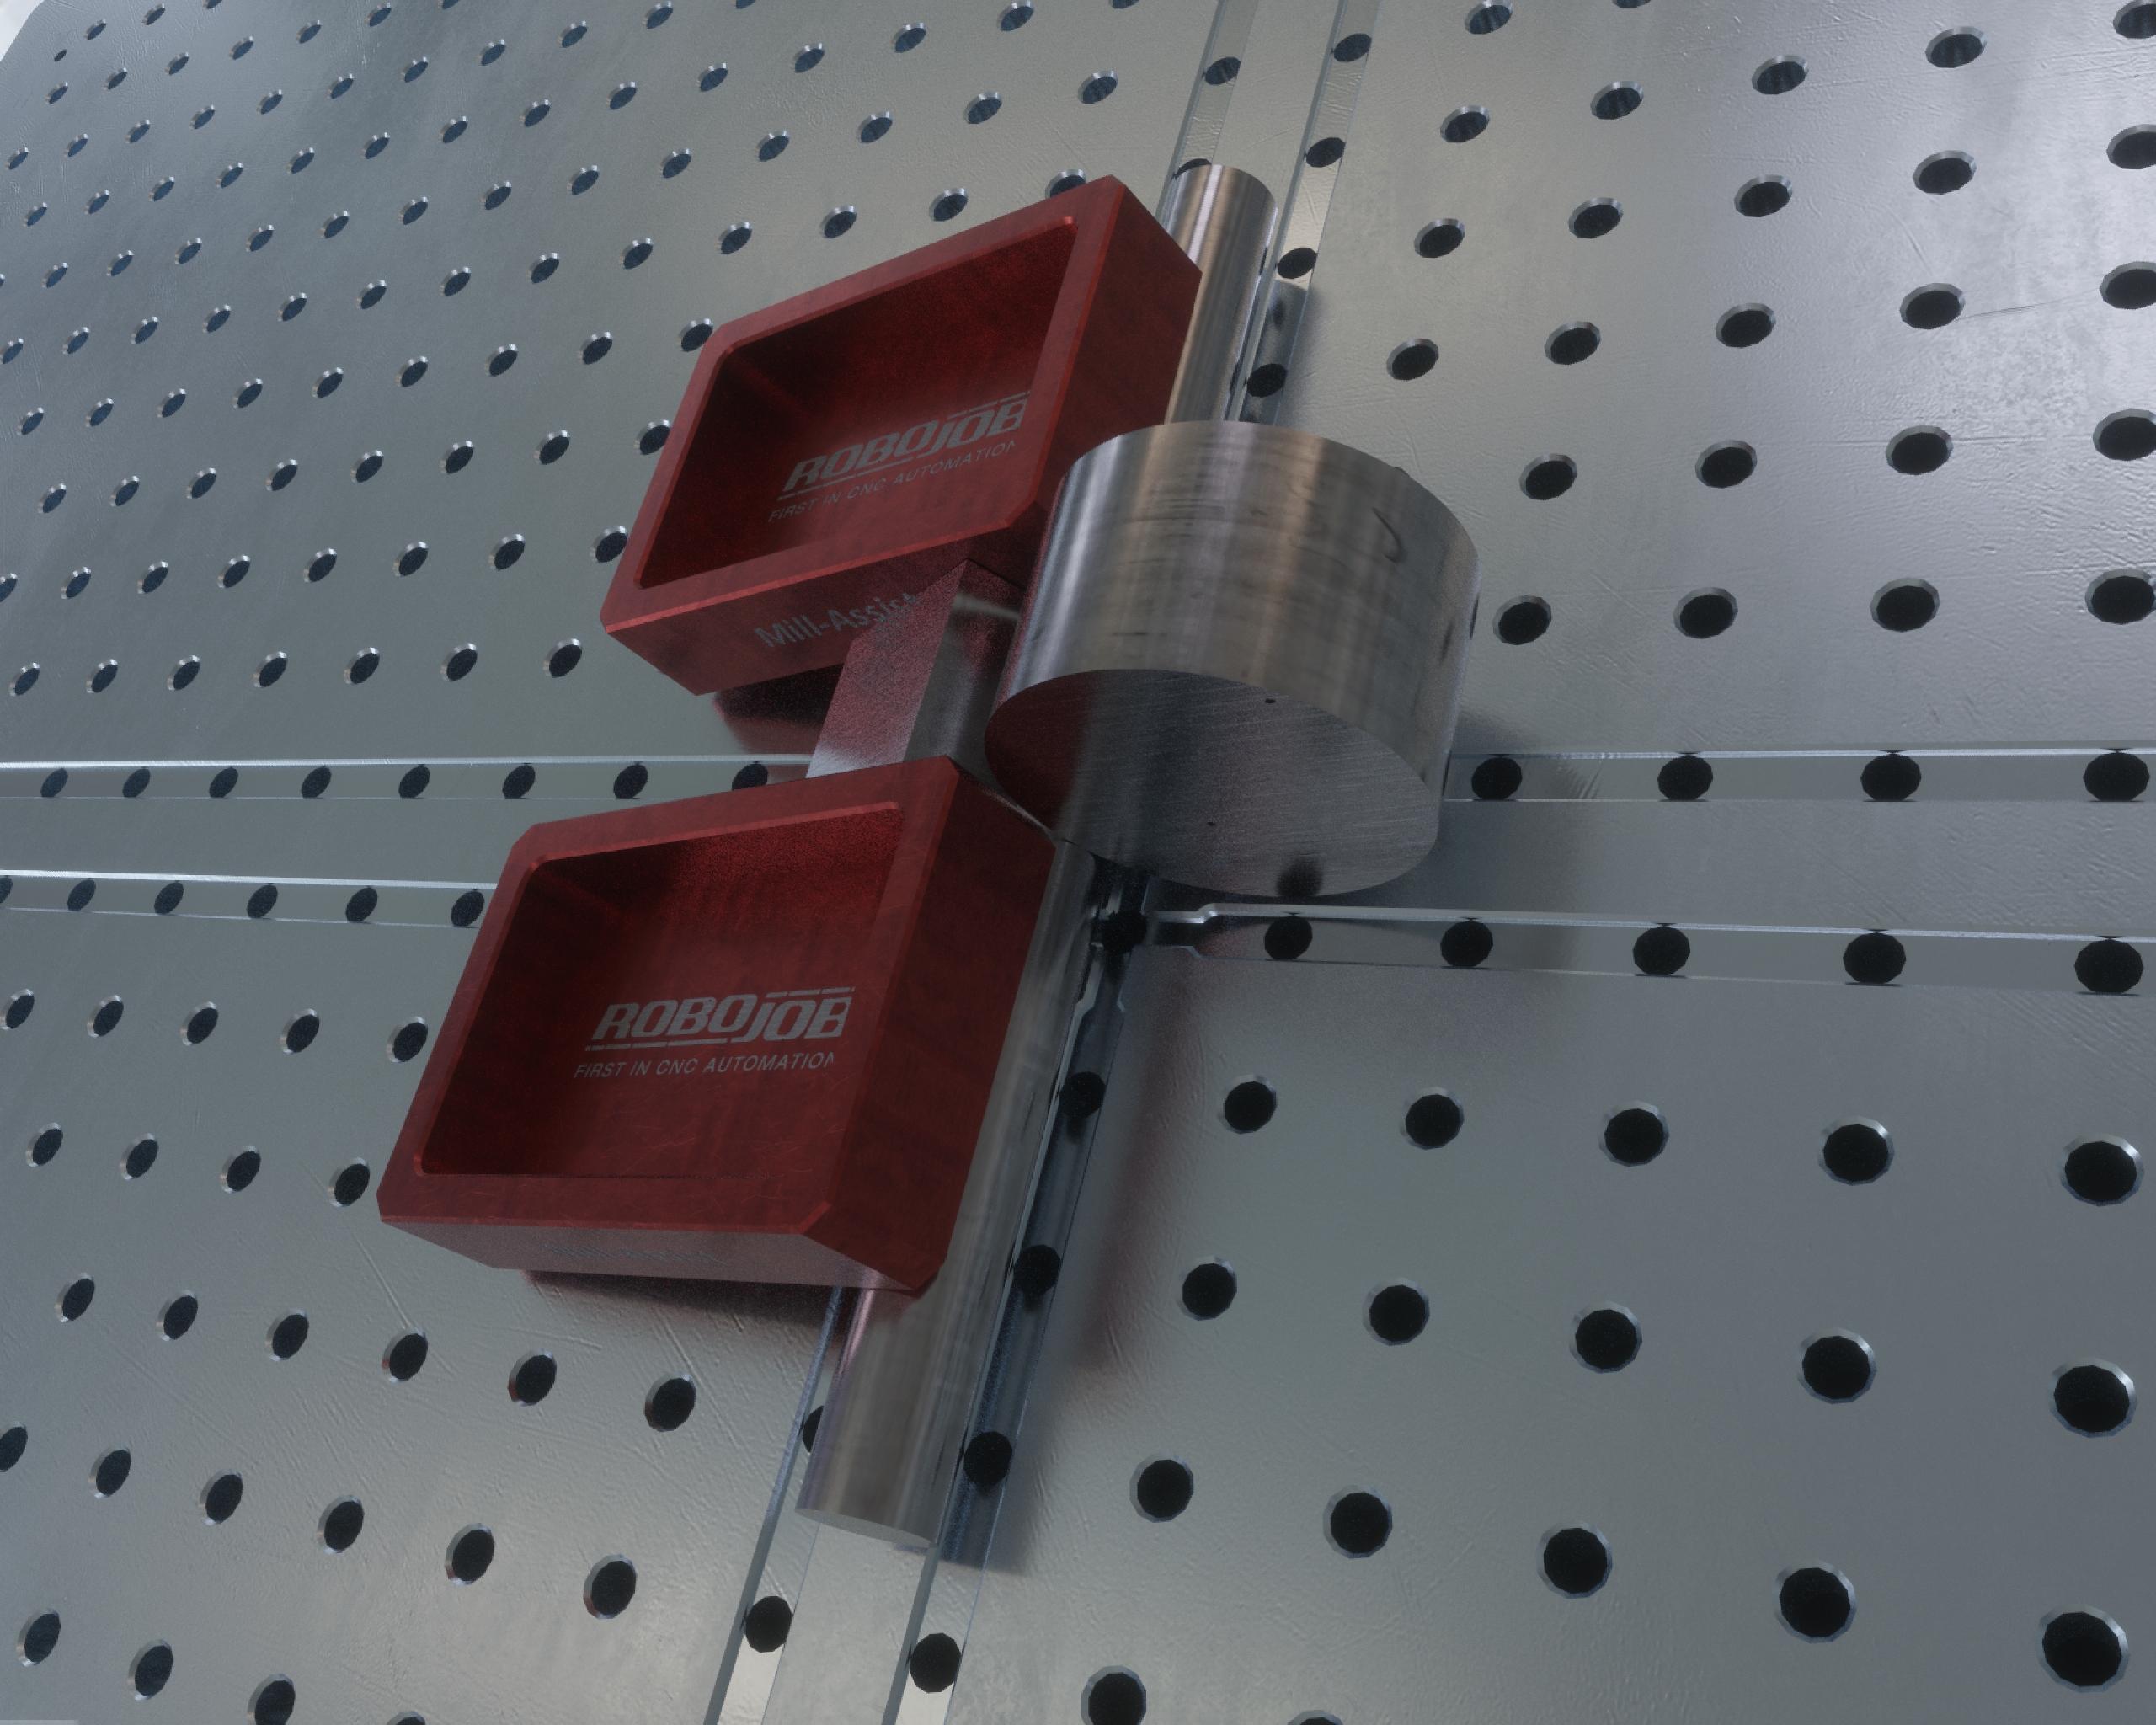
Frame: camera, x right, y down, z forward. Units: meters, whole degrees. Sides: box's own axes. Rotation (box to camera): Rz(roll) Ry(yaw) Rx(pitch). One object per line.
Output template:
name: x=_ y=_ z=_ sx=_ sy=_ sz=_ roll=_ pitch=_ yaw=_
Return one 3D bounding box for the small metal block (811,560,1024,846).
small metal block: x=-0.031 y=-0.026 z=0.422 sx=0.050 sy=0.025 sz=0.050 roll=-23 pitch=45 yaw=54

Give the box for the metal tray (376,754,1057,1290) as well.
metal tray: x=-0.072 y=0.032 z=0.401 sx=0.130 sy=0.030 sz=0.090 roll=-7 pitch=58 yaw=39

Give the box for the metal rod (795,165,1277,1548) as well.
metal rod: x=-0.001 y=-0.019 z=0.415 sx=0.025 sy=0.025 sz=0.300 roll=0 pitch=62 yaw=28

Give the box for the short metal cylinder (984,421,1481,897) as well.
short metal cylinder: x=0.028 y=-0.034 z=0.375 sx=0.080 sy=0.080 sz=0.050 roll=0 pitch=62 yaw=28

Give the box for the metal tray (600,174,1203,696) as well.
metal tray: x=-0.041 y=-0.091 z=0.460 sx=0.130 sy=0.030 sz=0.090 roll=-7 pitch=58 yaw=39
